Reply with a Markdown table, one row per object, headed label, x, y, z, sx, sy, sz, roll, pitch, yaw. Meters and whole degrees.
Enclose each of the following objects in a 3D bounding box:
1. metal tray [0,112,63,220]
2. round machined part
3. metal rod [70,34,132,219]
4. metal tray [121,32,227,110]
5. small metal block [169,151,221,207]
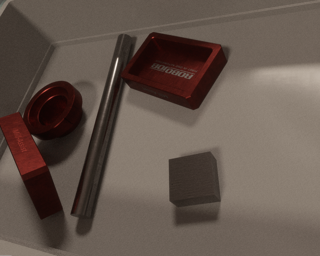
| label | x | y | z | sx | sy | sz | roll | pitch | yaw |
| --- | --- | --- | --- | --- | --- | --- | --- | --- | --- |
| metal tray | -0.178 | 0.049 | 0.423 | 0.030 | 0.089 | 0.130 | -24 | 47 | -24 |
| round machined part | -0.164 | -0.023 | 0.493 | 0.098 | 0.042 | 0.098 | -13 | 56 | 20 |
| metal rod | -0.080 | -0.020 | 0.457 | 0.025 | 0.025 | 0.299 | -5 | 59 | 25 |
| metal tray | 0.017 | -0.086 | 0.444 | 0.130 | 0.030 | 0.090 | 23 | 74 | 36 |
| small metal block | 0.038 | 0.058 | 0.349 | 0.050 | 0.025 | 0.050 | -13 | 56 | 20 |
